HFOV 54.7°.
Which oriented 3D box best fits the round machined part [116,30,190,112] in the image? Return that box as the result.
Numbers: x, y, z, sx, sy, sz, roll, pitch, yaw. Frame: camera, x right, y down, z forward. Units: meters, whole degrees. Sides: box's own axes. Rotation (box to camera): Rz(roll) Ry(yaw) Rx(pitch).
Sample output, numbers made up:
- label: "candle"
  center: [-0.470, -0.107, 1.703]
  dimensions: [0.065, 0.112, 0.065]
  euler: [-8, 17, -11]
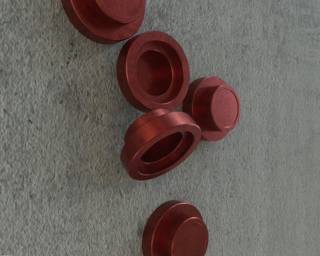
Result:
- label: "round machined part"
  center: [-0.012, -0.067, 0.383]
  dimensions: [0.099, 0.042, 0.097]
  euler: [0, 90, -40]

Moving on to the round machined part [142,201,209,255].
- label: "round machined part"
  center: [0.028, 0.150, 0.417]
  dimensions: [0.099, 0.042, 0.097]
  euler: [0, 90, -40]

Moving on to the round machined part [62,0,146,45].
- label: "round machined part"
  center: [-0.055, -0.147, 0.347]
  dimensions: [0.099, 0.042, 0.097]
  euler: [0, 90, -40]

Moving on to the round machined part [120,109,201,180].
- label: "round machined part"
  center: [-0.003, 0.015, 0.368]
  dimensions: [0.099, 0.042, 0.098]
  euler: [-26, 149, -17]

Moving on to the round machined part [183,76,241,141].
- label: "round machined part"
  center: [0.083, -0.029, 0.463]
  dimensions: [0.099, 0.042, 0.097]
  euler: [0, 90, -40]
